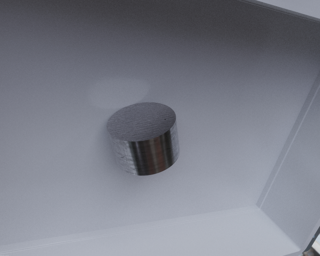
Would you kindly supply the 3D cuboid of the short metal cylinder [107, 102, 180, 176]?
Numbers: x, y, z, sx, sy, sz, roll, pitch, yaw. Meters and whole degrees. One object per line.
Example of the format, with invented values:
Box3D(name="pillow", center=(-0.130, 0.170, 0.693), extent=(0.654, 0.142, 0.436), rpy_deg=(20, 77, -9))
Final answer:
Box3D(name="short metal cylinder", center=(-0.019, 0.011, 0.371), extent=(0.081, 0.080, 0.050), rpy_deg=(-20, 127, -17))
